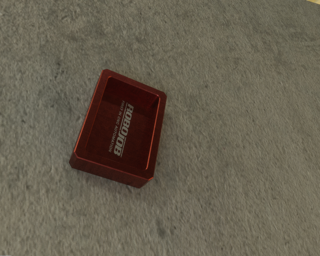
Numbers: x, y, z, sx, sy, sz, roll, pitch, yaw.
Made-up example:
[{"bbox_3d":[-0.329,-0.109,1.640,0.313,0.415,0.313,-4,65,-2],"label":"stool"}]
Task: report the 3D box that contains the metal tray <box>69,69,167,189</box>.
[{"bbox_3d":[-0.045,-0.002,0.376,0.090,0.030,0.130,21,54,-16],"label":"metal tray"}]
